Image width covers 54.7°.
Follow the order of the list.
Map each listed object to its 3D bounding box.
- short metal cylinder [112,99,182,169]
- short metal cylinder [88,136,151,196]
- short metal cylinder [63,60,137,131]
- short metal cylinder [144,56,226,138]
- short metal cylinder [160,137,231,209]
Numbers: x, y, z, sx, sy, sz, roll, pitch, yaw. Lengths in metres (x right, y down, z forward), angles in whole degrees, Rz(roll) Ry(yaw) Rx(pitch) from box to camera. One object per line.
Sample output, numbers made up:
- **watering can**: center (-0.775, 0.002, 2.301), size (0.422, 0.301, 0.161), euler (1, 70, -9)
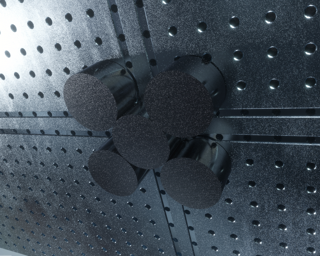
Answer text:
- **short metal cylinder**: center (-0.015, 0.007, 0.405), size (0.080, 0.050, 0.079), euler (13, 124, 20)
- **short metal cylinder**: center (-0.057, 0.053, 0.455), size (0.080, 0.050, 0.079), euler (13, 124, 20)
- **short metal cylinder**: center (-0.078, -0.042, 0.407), size (0.080, 0.050, 0.079), euler (13, 124, 20)
- **short metal cylinder**: center (0.029, -0.036, 0.354), size (0.080, 0.050, 0.079), euler (13, 124, 20)
- **short metal cylinder**: center (0.047, 0.058, 0.404), size (0.080, 0.050, 0.079), euler (13, 124, 20)
